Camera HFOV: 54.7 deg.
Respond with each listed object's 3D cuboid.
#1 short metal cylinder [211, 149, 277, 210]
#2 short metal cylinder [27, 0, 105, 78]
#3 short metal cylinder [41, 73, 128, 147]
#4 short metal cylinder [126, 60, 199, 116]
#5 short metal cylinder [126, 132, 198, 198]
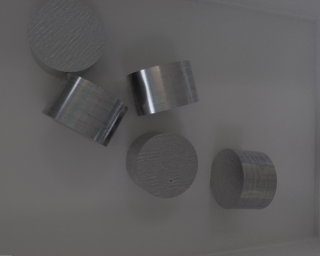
[{"bbox_3d":[0.111,0.070,0.422,0.050,0.080,0.080,6,88,-20],"label":"short metal cylinder"},{"bbox_3d":[-0.108,-0.100,0.357,0.081,0.050,0.080,0,90,-20],"label":"short metal cylinder"},{"bbox_3d":[-0.084,-0.019,0.350,0.080,0.080,0.050,31,80,-18],"label":"short metal cylinder"},{"bbox_3d":[0.003,-0.048,0.382,0.081,0.080,0.050,-16,96,-19],"label":"short metal cylinder"},{"bbox_3d":[0.002,0.045,0.398,0.081,0.050,0.080,0,90,-20],"label":"short metal cylinder"}]
